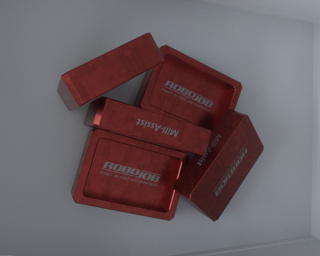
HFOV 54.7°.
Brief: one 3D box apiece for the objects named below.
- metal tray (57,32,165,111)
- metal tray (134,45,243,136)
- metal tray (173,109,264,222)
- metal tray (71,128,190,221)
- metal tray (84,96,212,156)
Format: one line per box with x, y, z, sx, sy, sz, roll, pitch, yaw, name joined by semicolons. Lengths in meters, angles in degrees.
-0.060;-0.054;0.330;0.091;0.130;0.030;-31;101;-17;metal tray
0.040;-0.043;0.422;0.131;0.030;0.090;22;83;-19;metal tray
0.084;0.051;0.417;0.130;0.030;0.090;-53;135;-12;metal tray
-0.035;0.059;0.393;0.131;0.030;0.090;17;84;-20;metal tray
-0.018;0.000;0.367;0.131;0.090;0.030;17;85;-20;metal tray
